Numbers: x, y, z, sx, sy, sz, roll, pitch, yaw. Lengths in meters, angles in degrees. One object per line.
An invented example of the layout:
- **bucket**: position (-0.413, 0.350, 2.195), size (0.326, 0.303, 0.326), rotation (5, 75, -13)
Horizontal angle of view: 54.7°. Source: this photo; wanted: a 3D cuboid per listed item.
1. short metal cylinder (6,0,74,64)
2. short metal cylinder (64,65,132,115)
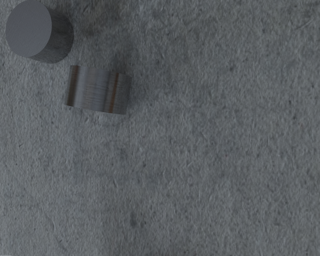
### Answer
- **short metal cylinder**: position (-0.176, -0.139, 0.456), size (0.080, 0.050, 0.079), rotation (0, 90, 19)
- **short metal cylinder**: position (-0.081, -0.049, 0.407), size (0.080, 0.080, 0.050), rotation (11, 94, 19)
